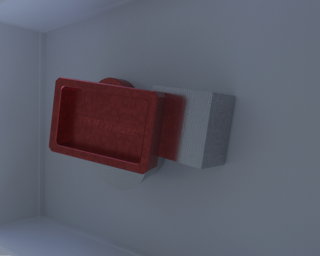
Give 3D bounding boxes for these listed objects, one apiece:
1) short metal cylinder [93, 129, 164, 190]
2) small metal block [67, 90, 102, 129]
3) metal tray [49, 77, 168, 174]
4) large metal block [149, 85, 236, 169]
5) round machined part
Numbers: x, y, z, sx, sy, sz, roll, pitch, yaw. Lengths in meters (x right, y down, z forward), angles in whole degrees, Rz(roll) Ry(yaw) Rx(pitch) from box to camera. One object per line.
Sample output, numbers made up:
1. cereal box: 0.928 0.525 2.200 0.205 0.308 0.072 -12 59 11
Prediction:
1. short metal cylinder: -0.041 0.034 0.405 0.080 0.050 0.079 7 106 26
2. small metal block: -0.108 -0.025 0.420 0.025 0.050 0.050 16 100 38
3. metal tray: -0.063 -0.006 0.359 0.130 0.030 0.089 11 97 19
4. large metal block: 0.033 -0.004 0.358 0.080 0.050 0.079 13 98 39
5. round machined part: -0.078 -0.026 0.455 0.098 0.042 0.097 0 90 39
